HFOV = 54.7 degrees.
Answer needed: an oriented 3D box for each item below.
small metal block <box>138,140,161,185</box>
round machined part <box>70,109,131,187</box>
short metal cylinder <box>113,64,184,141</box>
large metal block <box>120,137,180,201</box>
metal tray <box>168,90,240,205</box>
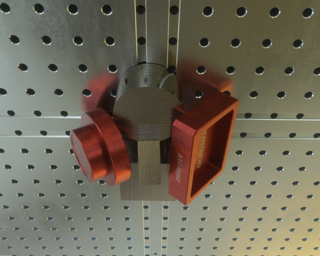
[{"bbox_3d":[-0.013,0.043,0.376,0.025,0.050,0.050,-2,172,-2],"label":"small metal block"},{"bbox_3d":[-0.078,0.028,0.381,0.042,0.098,0.097,-22,136,-26],"label":"round machined part"},{"bbox_3d":[-0.013,-0.029,0.369,0.081,0.050,0.079,0,130,0],"label":"short metal cylinder"},{"bbox_3d":[-0.015,0.060,0.446,0.081,0.050,0.079,2,130,-2],"label":"large metal block"},{"bbox_3d":[0.054,0.027,0.394,0.030,0.091,0.129,32,139,31],"label":"metal tray"}]
